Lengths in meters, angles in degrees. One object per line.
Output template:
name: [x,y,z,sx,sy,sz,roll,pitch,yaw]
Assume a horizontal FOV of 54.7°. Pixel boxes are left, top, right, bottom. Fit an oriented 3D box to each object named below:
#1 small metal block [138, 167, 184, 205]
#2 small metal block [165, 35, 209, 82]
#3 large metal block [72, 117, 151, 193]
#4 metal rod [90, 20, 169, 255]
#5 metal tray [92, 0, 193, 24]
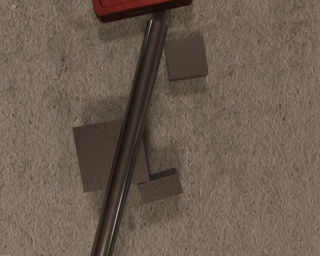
small metal block: [0.001,0.073,0.398,0.050,0.050,0.025,-16,91,0]
small metal block: [0.034,-0.091,0.410,0.050,0.025,0.050,-9,90,-1]
large metal block: [-0.059,0.032,0.397,0.080,0.050,0.080,-10,90,-1]
metal rod: [-0.038,0.025,0.359,0.025,0.025,0.298,14,90,-1]
metal tray: [-0.027,-0.198,0.406,0.131,0.030,0.089,-12,90,-1]
